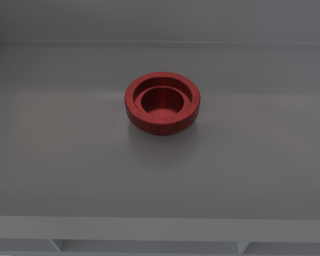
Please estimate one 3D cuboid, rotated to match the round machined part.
[{"bbox_3d":[0.003,-0.028,0.418,0.099,0.042,0.098,0,50,0],"label":"round machined part"}]
